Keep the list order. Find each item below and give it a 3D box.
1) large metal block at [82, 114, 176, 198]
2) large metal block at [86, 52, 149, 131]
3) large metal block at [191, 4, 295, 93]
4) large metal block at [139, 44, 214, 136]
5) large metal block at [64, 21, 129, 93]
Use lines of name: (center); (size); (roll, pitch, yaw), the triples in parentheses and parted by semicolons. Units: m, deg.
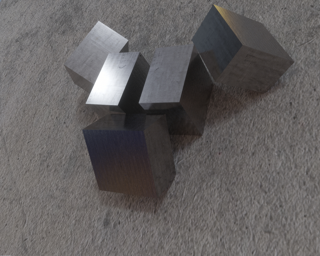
large metal block: (-0.034, 0.029, 0.360); (0.080, 0.079, 0.050); (1, 23, 28)
large metal block: (-0.042, -0.044, 0.418); (0.050, 0.080, 0.080); (5, 64, 30)
large metal block: (0.096, -0.092, 0.368); (0.050, 0.081, 0.080); (-56, 40, 38)
large metal block: (0.024, -0.044, 0.383); (0.050, 0.080, 0.080); (1, 62, 28)
large metal block: (-0.091, -0.097, 0.464); (0.050, 0.080, 0.080); (34, 78, 1)
